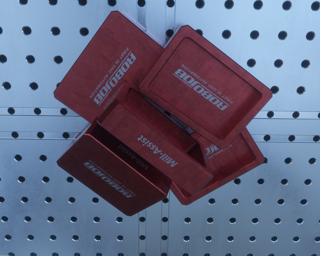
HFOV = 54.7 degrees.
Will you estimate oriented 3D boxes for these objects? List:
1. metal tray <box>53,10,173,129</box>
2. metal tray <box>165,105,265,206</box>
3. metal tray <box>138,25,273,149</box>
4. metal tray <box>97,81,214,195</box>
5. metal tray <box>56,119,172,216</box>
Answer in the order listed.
[{"bbox_3d":[-0.057,-0.066,0.385,0.090,0.030,0.130,37,106,-13],"label":"metal tray"},{"bbox_3d":[0.063,0.038,0.424,0.130,0.030,0.090,-32,107,10],"label":"metal tray"},{"bbox_3d":[0.051,-0.046,0.362,0.130,0.030,0.090,34,106,-12],"label":"metal tray"},{"bbox_3d":[-0.003,0.008,0.349,0.130,0.090,0.030,39,105,-14],"label":"metal tray"},{"bbox_3d":[-0.061,0.058,0.411,0.130,0.030,0.090,40,130,-14],"label":"metal tray"}]
